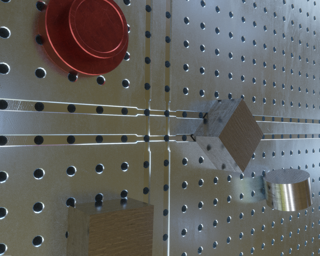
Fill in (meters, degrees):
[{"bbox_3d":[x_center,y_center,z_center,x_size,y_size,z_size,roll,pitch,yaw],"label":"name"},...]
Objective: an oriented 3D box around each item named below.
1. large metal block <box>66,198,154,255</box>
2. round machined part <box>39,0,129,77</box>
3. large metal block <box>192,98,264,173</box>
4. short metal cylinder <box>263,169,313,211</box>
[{"bbox_3d":[-0.055,0.126,0.347,0.081,0.050,0.080,3,88,-40],"label":"large metal block"},{"bbox_3d":[-0.074,-0.106,0.335,0.099,0.042,0.097,-1,91,-40],"label":"round machined part"},{"bbox_3d":[0.108,0.011,0.483,0.080,0.050,0.080,52,60,-28],"label":"large metal block"},{"bbox_3d":[0.234,0.112,0.570,0.081,0.080,0.050,-17,101,-39],"label":"short metal cylinder"}]
